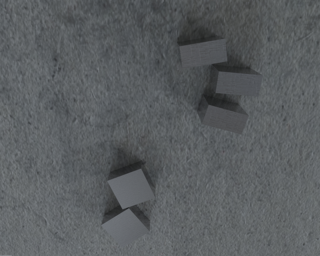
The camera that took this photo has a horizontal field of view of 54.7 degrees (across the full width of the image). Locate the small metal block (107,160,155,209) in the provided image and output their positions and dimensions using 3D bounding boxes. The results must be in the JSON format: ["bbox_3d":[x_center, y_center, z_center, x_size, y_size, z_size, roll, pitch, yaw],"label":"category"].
[{"bbox_3d":[-0.039,0.081,0.439,0.050,0.025,0.050,-21,109,7],"label":"small metal block"}]

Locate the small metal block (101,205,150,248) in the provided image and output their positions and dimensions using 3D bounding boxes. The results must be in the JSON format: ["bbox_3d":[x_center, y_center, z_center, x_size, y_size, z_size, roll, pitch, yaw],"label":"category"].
[{"bbox_3d":[-0.050,0.142,0.461,0.050,0.025,0.050,-34,107,11],"label":"small metal block"}]

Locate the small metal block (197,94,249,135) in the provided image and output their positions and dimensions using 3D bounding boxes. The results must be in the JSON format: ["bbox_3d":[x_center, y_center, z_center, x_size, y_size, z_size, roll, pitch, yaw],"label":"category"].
[{"bbox_3d":[0.077,-0.018,0.391,0.050,0.050,0.025,15,109,-6],"label":"small metal block"}]

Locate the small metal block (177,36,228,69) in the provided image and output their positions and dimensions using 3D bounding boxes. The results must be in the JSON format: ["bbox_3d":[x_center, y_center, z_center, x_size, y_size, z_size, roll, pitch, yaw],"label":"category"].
[{"bbox_3d":[0.048,-0.090,0.364,0.050,0.050,0.025,-9,110,3],"label":"small metal block"}]

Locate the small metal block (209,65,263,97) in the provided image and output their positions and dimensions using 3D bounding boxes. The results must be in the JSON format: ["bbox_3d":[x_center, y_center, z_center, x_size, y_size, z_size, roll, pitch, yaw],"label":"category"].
[{"bbox_3d":[0.090,-0.059,0.376,0.050,0.050,0.025,5,110,-2],"label":"small metal block"}]
